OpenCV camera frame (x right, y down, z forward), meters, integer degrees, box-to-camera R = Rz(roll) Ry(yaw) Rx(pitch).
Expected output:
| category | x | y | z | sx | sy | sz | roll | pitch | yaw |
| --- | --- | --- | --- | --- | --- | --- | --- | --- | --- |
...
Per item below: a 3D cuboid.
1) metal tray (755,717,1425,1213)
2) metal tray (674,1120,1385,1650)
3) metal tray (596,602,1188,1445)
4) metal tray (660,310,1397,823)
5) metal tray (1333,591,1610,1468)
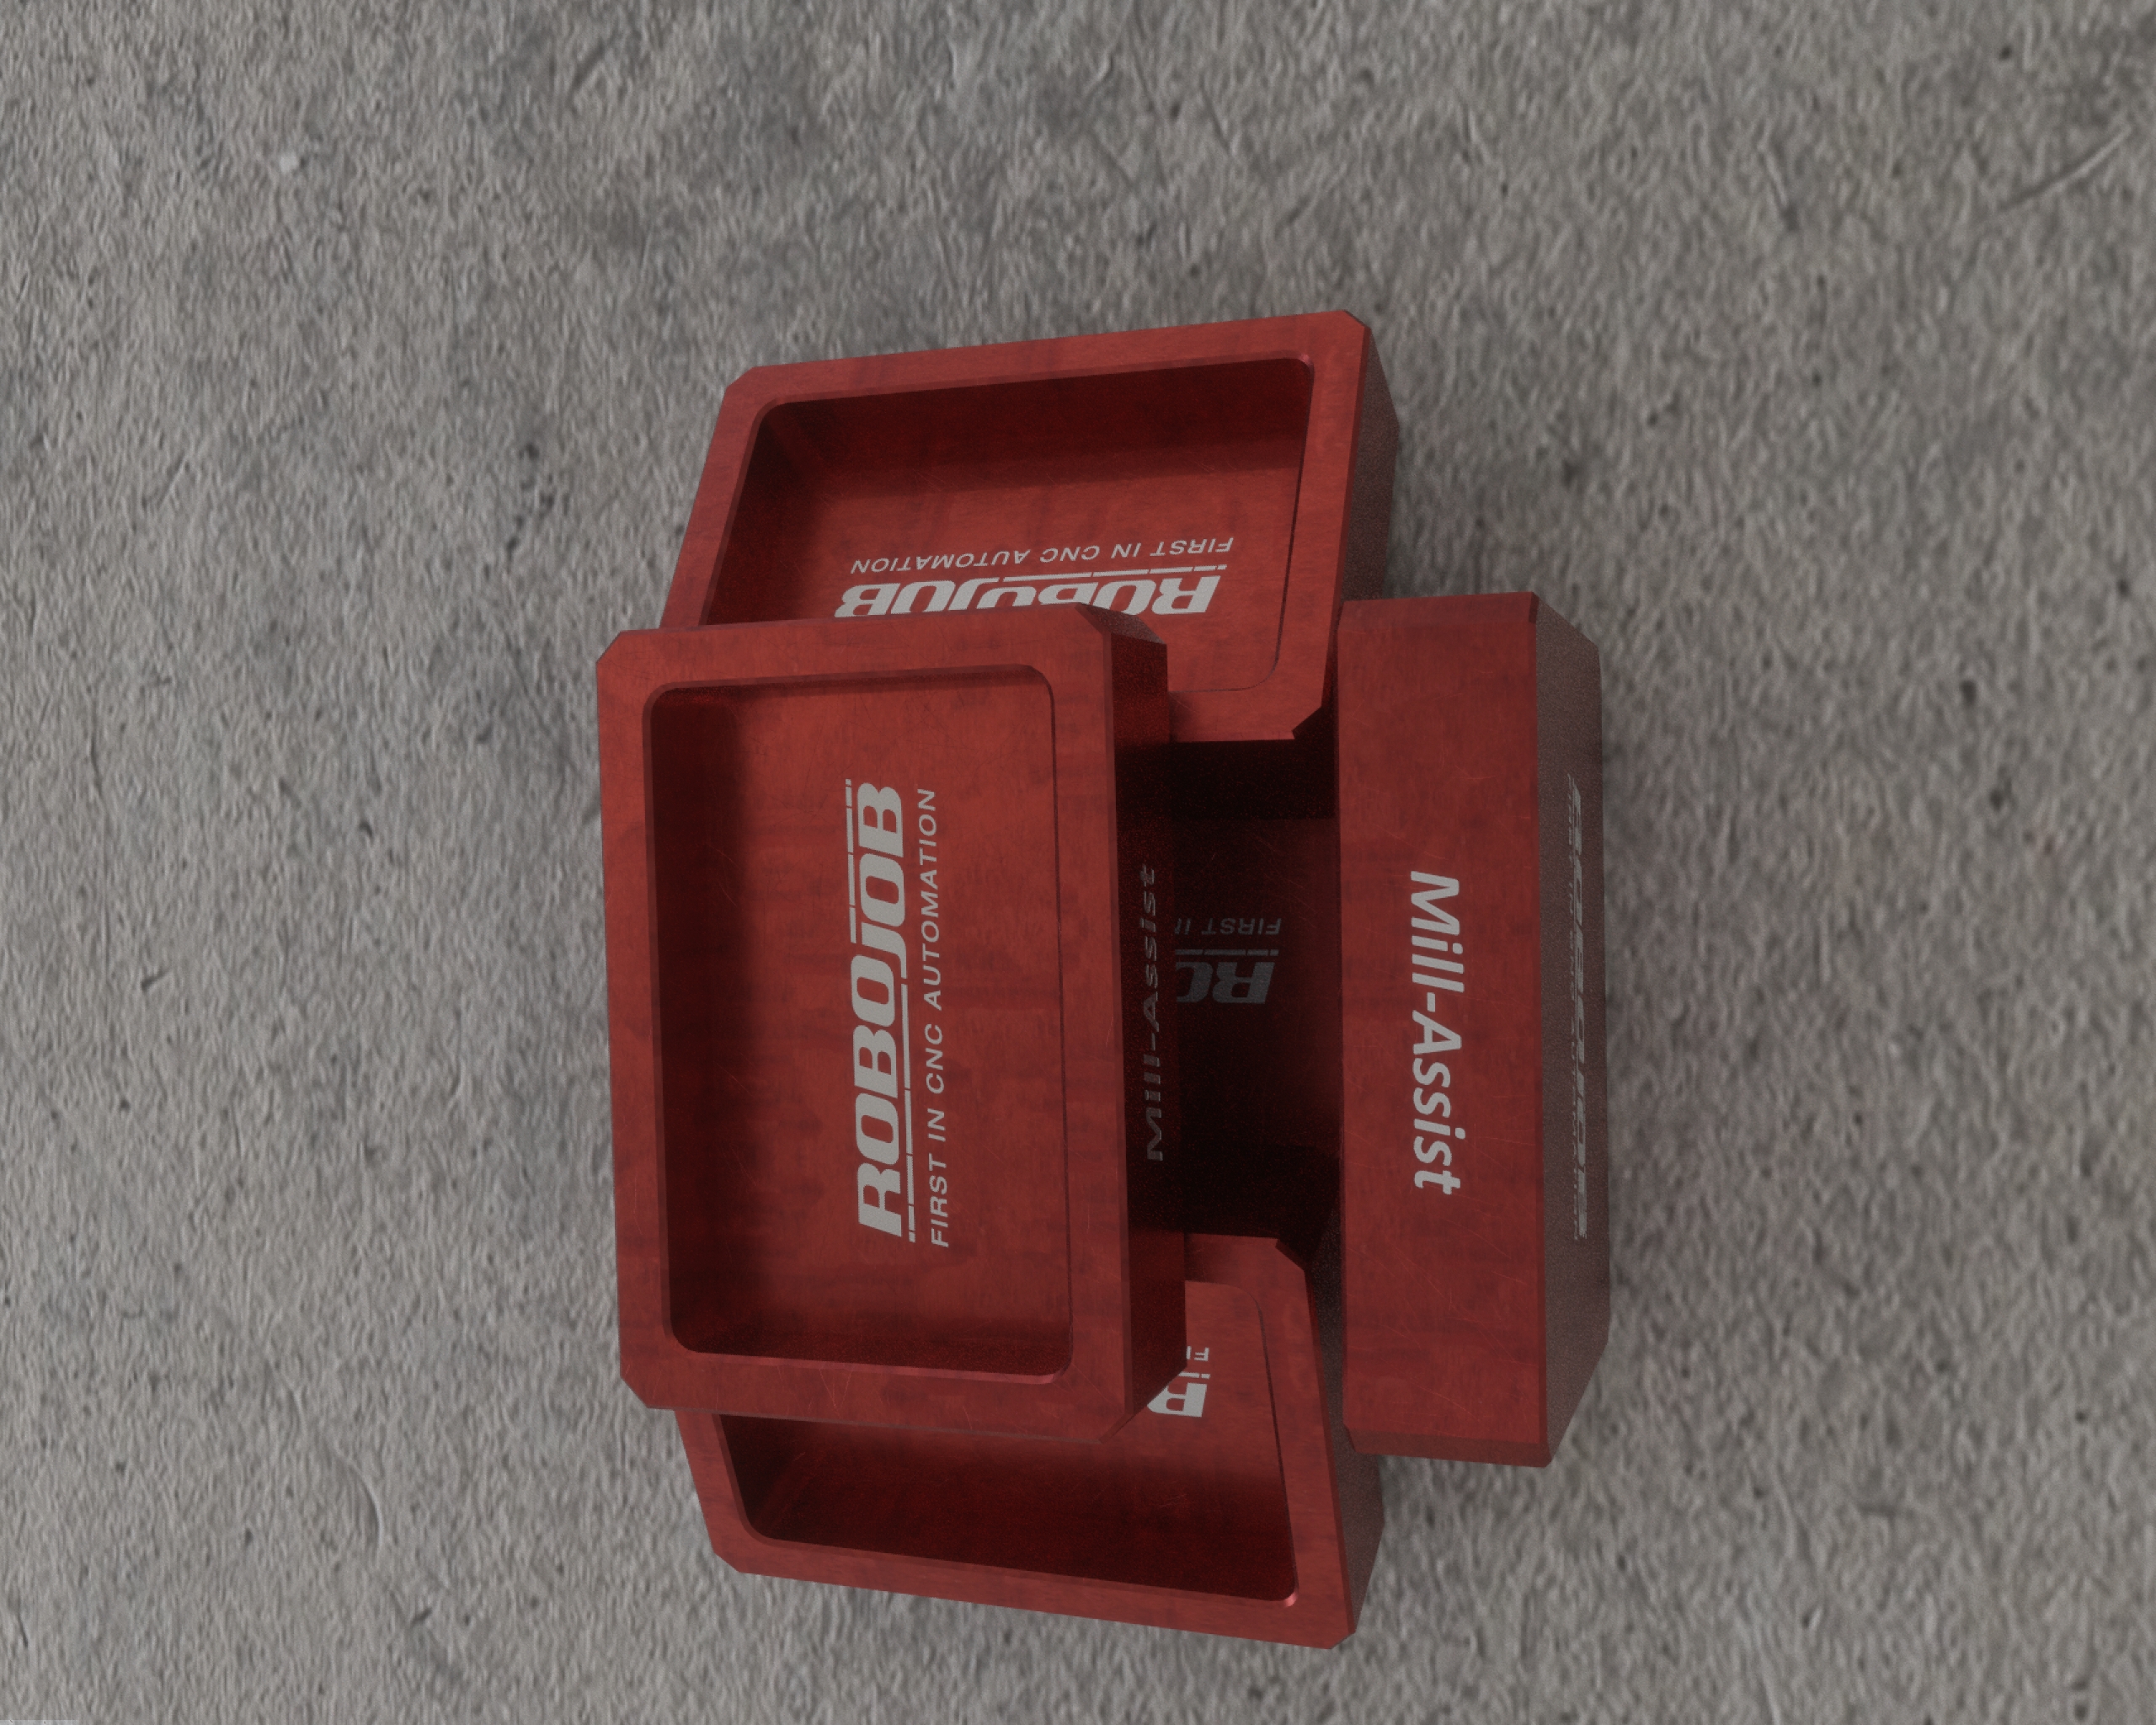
| category | x | y | z | sx | sy | sz | roll | pitch | yaw |
| --- | --- | --- | --- | --- | --- | --- | --- | --- | --- |
| metal tray | 0.001 | 0.019 | 0.405 | 0.130 | 0.030 | 0.089 | -1 | 90 | 19 |
| metal tray | -0.013 | 0.096 | 0.392 | 0.130 | 0.030 | 0.089 | 0 | 115 | 20 |
| metal tray | -0.031 | 0.025 | 0.345 | 0.090 | 0.030 | 0.129 | -1 | 91 | 20 |
| metal tray | -0.011 | -0.053 | 0.389 | 0.130 | 0.030 | 0.090 | 0 | 63 | 20 |
| metal tray | 0.068 | 0.025 | 0.350 | 0.030 | 0.090 | 0.129 | -1 | 90 | 20 |
